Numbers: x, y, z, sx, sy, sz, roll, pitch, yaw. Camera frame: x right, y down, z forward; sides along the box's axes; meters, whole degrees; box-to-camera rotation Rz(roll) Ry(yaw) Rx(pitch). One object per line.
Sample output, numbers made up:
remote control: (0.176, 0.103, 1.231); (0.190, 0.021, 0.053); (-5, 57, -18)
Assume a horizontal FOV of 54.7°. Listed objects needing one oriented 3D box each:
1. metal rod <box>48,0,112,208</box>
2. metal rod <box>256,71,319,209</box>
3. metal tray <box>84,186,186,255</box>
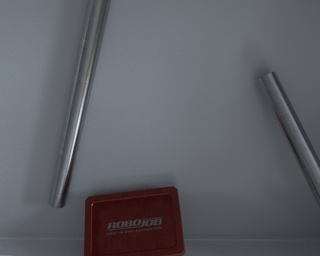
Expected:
metal rod: (-0.107, -0.026, 0.400); (0.025, 0.025, 0.298); (15, 109, -6)
metal rod: (0.198, 0.069, 0.385); (0.025, 0.025, 0.299); (-26, 88, 9)
metal tray: (-0.035, 0.135, 0.427); (0.131, 0.090, 0.030); (-7, 151, 2)
